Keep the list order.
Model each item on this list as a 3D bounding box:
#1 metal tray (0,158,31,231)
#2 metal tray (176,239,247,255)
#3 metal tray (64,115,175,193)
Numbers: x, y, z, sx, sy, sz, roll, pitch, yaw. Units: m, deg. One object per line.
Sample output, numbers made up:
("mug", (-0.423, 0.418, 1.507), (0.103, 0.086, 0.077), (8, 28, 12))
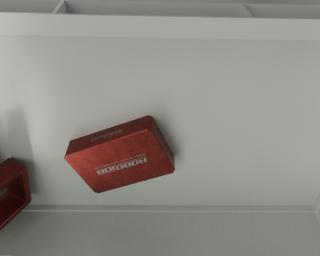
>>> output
("metal tray", (-0.243, 0.114, 0.434), (0.030, 0.131, 0.089), (25, 131, 14))
("metal tray", (0.105, 0.276, 0.644), (0.131, 0.030, 0.089), (12, 129, -11))
("metal tray", (-0.055, 0.041, 0.440), (0.130, 0.030, 0.090), (-18, 128, 14))
